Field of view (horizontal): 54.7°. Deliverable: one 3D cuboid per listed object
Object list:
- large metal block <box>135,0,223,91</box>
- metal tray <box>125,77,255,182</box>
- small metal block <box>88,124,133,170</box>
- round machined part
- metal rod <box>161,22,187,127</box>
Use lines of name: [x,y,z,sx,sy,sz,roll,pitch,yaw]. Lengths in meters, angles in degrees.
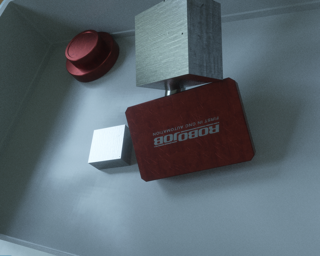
large metal block: [0.018,-0.087,0.331,0.080,0.050,0.080,-4,86,49]
metal tray: [0.033,0.004,0.354,0.130,0.030,0.090,-15,87,19]
small metal block: [-0.066,0.027,0.422,0.050,0.025,0.050,-10,57,22]
round machined part: [-0.124,-0.131,0.538,0.098,0.042,0.098,-13,57,21]
metal rod: [0.031,-0.133,0.376,0.025,0.025,0.298,12,98,33]
